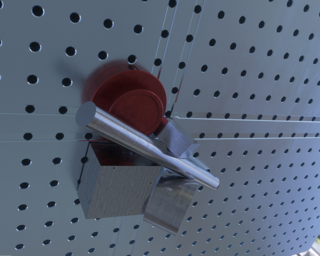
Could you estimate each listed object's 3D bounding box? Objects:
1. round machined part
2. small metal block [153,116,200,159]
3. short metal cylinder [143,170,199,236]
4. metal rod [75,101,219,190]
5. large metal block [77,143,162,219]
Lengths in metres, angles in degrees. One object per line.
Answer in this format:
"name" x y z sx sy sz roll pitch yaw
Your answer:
"round machined part" -0.035 -0.022 0.368 0.099 0.042 0.097 -14 125 -21
"small metal block" 0.021 0.013 0.404 0.025 0.050 0.050 -48 164 9
"short metal cylinder" 0.016 0.106 0.444 0.080 0.050 0.080 22 92 -79
"metal rod" 0.010 0.039 0.400 0.025 0.025 0.301 -49 142 6
"large metal block" -0.055 0.068 0.405 0.081 0.050 0.079 5 116 -31
